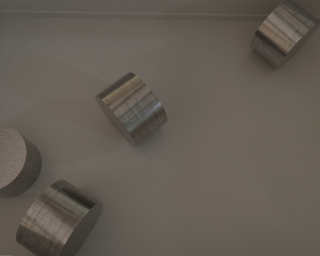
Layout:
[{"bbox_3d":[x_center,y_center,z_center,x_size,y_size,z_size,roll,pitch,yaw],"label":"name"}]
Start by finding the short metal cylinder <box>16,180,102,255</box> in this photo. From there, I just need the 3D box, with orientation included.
[{"bbox_3d":[-0.108,0.104,0.341,0.050,0.080,0.080,29,72,9],"label":"short metal cylinder"}]

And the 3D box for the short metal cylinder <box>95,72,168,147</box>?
[{"bbox_3d":[-0.036,-0.023,0.388,0.050,0.080,0.080,-39,75,-13],"label":"short metal cylinder"}]

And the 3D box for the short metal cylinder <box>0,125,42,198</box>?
[{"bbox_3d":[-0.194,0.042,0.379,0.081,0.050,0.080,0,70,0],"label":"short metal cylinder"}]

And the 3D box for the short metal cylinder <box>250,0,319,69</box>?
[{"bbox_3d":[0.172,-0.129,0.430,0.080,0.080,0.050,-41,76,-14],"label":"short metal cylinder"}]
